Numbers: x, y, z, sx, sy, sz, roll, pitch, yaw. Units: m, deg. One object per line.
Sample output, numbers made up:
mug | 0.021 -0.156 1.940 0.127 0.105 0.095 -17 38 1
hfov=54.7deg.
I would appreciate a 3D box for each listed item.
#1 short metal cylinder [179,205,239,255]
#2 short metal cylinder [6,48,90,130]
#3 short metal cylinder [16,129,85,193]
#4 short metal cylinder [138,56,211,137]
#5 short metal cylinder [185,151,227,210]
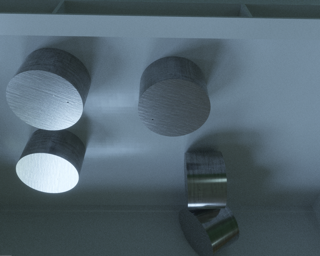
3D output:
short metal cylinder | 0.072 0.148 0.467 0.050 0.080 0.079 -23 136 -26
short metal cylinder | -0.124 -0.044 0.354 0.081 0.050 0.079 0 130 0
short metal cylinder | -0.149 0.045 0.429 0.081 0.050 0.079 0 130 0
short metal cylinder | 0.016 -0.036 0.362 0.081 0.050 0.079 0 130 0
short metal cylinder | 0.062 0.074 0.437 0.050 0.080 0.079 -2 130 1
